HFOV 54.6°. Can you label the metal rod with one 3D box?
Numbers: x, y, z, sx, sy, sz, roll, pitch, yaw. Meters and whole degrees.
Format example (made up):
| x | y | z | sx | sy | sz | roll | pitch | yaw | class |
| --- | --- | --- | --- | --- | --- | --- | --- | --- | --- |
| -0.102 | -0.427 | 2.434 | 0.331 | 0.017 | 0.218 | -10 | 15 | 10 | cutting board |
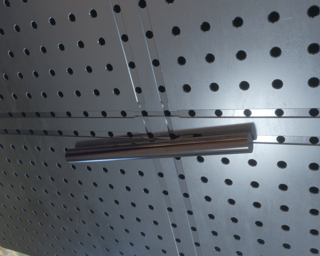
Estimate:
| x | y | z | sx | sy | sz | roll | pitch | yaw | class |
| --- | --- | --- | --- | --- | --- | --- | --- | --- | --- |
| -0.021 | 0.032 | 0.442 | 0.300 | 0.025 | 0.025 | -7 | 115 | 31 | metal rod |
